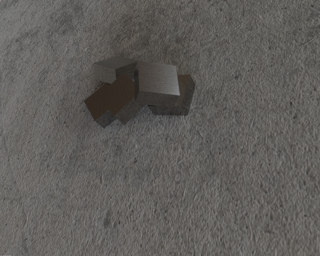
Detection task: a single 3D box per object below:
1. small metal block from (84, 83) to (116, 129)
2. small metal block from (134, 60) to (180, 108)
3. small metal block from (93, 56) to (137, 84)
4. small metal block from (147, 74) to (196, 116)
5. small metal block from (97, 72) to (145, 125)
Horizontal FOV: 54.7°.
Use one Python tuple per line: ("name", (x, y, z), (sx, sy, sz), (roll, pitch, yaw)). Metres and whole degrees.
("small metal block", (-0.080, -0.035, 0.467), (0.050, 0.025, 0.050), (-38, 51, 2))
("small metal block", (-0.005, -0.056, 0.393), (0.050, 0.025, 0.050), (5, 56, -15))
("small metal block", (-0.067, -0.090, 0.479), (0.050, 0.025, 0.050), (20, 36, 35))
("small metal block", (0.017, -0.044, 0.423), (0.050, 0.025, 0.050), (2, 63, 29))
("small metal block", (-0.049, -0.040, 0.421), (0.050, 0.025, 0.050), (-44, 51, -3))
